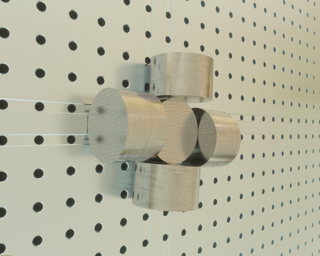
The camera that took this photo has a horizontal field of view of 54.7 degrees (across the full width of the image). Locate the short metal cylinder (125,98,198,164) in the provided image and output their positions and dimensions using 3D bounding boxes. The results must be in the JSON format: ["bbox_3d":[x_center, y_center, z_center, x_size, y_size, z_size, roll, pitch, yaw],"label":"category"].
[{"bbox_3d":[0.002,0.004,0.395,0.081,0.050,0.080,0,90,-41],"label":"short metal cylinder"}]

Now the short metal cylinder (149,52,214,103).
[{"bbox_3d":[0.027,-0.061,0.395,0.081,0.080,0.050,4,88,-40],"label":"short metal cylinder"}]

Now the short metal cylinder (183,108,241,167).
[{"bbox_3d":[0.063,0.014,0.426,0.050,0.080,0.080,5,87,-40],"label":"short metal cylinder"}]

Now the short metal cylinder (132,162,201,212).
[{"bbox_3d":[0.008,0.068,0.378,0.081,0.080,0.050,8,85,-40],"label":"short metal cylinder"}]

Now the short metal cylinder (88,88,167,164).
[{"bbox_3d":[-0.038,-0.002,0.341,0.050,0.080,0.080,2,89,-41],"label":"short metal cylinder"}]
